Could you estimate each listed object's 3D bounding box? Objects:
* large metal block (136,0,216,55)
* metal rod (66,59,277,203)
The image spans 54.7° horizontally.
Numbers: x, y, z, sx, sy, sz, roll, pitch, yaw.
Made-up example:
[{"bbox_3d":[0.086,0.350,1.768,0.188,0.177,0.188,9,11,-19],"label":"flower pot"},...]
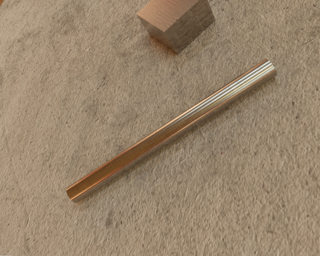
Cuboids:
[{"bbox_3d":[0.024,-0.172,0.481,0.080,0.050,0.080,-43,51,-2],"label":"large metal block"},{"bbox_3d":[0.010,0.007,0.394,0.300,0.025,0.025,-33,52,6],"label":"metal rod"}]
